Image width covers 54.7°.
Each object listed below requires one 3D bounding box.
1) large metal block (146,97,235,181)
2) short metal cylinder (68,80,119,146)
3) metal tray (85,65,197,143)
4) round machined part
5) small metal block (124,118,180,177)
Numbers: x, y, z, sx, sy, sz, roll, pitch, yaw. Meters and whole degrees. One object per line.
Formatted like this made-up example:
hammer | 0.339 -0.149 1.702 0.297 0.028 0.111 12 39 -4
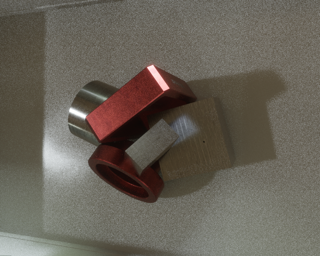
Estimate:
large metal block | 0.039 0.012 0.373 0.080 0.050 0.080 -15 90 19
short metal cylinder | -0.073 -0.016 0.404 0.050 0.080 0.080 24 98 18
metal tray | -0.014 -0.023 0.357 0.090 0.130 0.030 -37 80 16
round machined part | -0.037 0.051 0.392 0.098 0.098 0.042 22 62 18
small metal block | -0.010 0.022 0.326 0.050 0.050 0.025 -42 83 -18
